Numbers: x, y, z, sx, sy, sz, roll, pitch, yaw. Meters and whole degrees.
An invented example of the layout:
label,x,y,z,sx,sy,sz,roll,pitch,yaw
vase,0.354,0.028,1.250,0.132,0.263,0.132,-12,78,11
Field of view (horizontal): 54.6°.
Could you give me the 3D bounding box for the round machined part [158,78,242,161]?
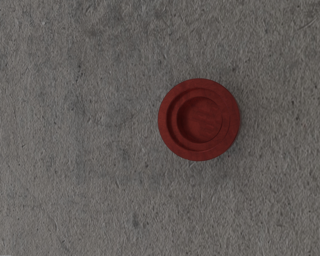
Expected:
label,x,y,z,sx,sy,sz,roll,pitch,yaw
round machined part,0.050,-0.010,0.382,0.098,0.042,0.097,0,90,20
